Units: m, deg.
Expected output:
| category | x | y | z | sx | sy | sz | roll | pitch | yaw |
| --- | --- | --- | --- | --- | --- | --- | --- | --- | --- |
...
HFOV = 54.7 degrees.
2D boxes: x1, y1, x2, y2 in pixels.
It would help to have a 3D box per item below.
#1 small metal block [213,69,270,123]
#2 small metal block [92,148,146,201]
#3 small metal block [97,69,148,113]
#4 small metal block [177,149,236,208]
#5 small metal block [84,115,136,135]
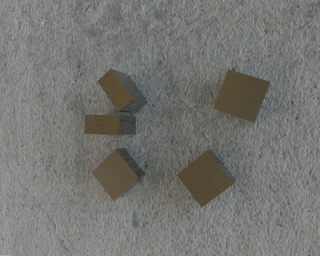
| category | x | y | z | sx | sy | sz | roll | pitch | yaw |
| --- | --- | --- | --- | --- | --- | --- | --- | --- | --- |
| small metal block | 0.099 | -0.038 | 0.374 | 0.050 | 0.025 | 0.050 | 21 | 97 | 18 |
| small metal block | -0.057 | 0.063 | 0.429 | 0.050 | 0.025 | 0.050 | -44 | 77 | 14 |
| small metal block | -0.048 | -0.048 | 0.413 | 0.025 | 0.050 | 0.050 | -40 | 78 | 16 |
| small metal block | 0.058 | 0.062 | 0.388 | 0.050 | 0.025 | 0.050 | -41 | 77 | 15 |
| small metal block | -0.066 | -0.004 | 0.419 | 0.050 | 0.050 | 0.025 | 2 | 91 | 20 |
